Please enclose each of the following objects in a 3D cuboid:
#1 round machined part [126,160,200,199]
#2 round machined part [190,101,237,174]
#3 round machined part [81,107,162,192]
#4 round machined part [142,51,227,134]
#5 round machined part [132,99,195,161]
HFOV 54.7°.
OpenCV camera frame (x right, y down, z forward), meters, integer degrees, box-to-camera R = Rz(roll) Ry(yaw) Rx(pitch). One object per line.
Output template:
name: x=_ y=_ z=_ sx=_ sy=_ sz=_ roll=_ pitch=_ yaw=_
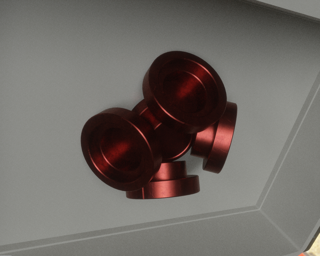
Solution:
round machined part: x=0.002 y=0.067 z=0.416 sx=0.099 sy=0.098 sz=0.042 roll=-2 pitch=83 yaw=-28
round machined part: x=0.069 y=0.009 z=0.418 sx=0.042 sy=0.098 sz=0.097 roll=14 pitch=116 yaw=5
round machined part: x=-0.041 y=0.022 z=0.364 sx=0.042 sy=0.098 sz=0.097 roll=-39 pitch=144 yaw=-54
round machined part: x=0.025 y=-0.038 z=0.363 sx=0.099 sy=0.098 sz=0.042 roll=-4 pitch=158 yaw=-27
round machined part: x=0.007 y=0.006 z=0.404 sx=0.099 sy=0.042 sz=0.097 roll=-14 pitch=125 yaw=-21
